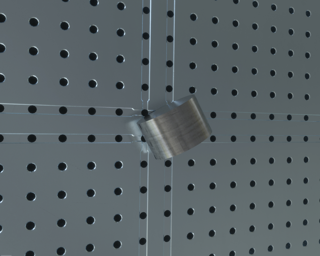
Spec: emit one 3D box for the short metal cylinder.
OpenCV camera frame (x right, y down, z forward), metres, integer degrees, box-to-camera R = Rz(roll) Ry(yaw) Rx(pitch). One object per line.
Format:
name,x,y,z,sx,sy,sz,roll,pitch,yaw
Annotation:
short metal cylinder,0.018,-0.002,0.389,0.080,0.080,0.050,-30,99,-18
